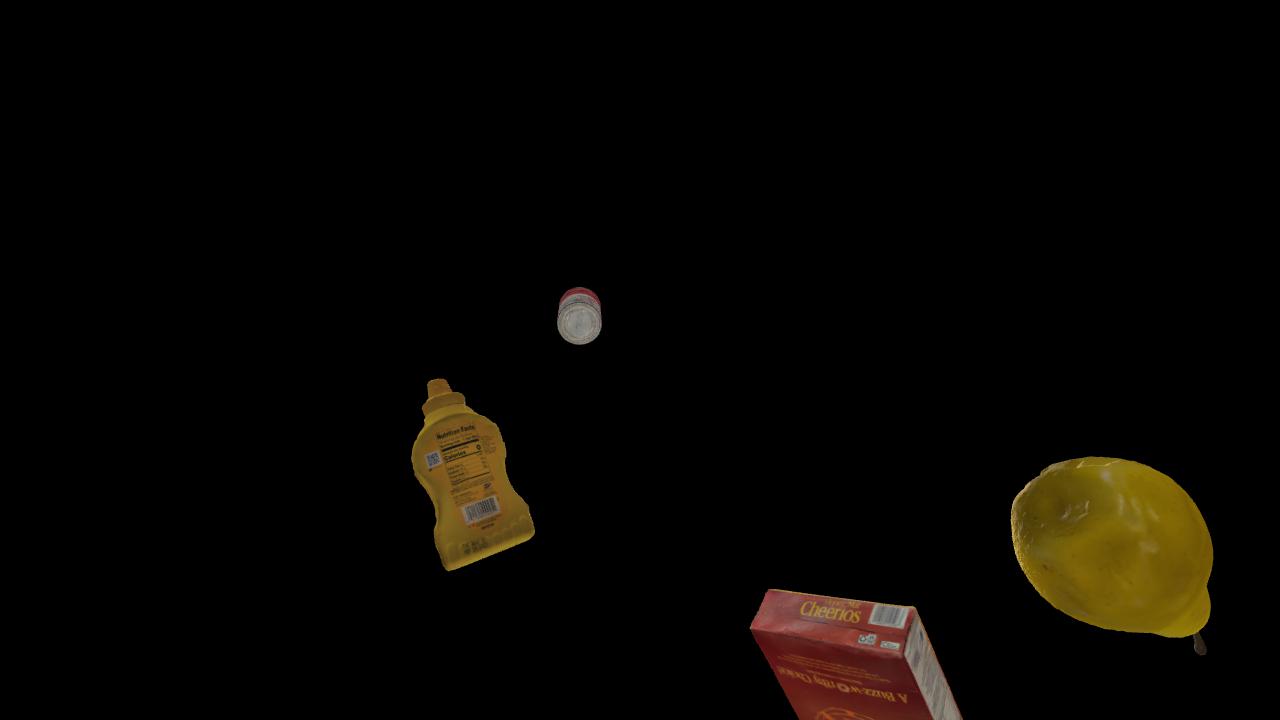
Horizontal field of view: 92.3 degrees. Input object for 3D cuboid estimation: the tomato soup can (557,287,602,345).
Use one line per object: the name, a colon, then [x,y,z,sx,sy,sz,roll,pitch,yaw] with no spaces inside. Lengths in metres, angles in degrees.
tomato soup can: [-0.092,-0.068,0.940,0.068,0.068,0.101,0,19,-6]

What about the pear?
pear: [0.235,0.096,0.290,0.111,0.080,0.080,32,-8,-14]

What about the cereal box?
cereal box: [0.296,0.443,0.800,0.203,0.306,0.081,-11,24,42]

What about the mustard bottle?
mustard bottle: [-0.174,0.102,0.606,0.092,0.184,0.054,-18,-15,-20]
